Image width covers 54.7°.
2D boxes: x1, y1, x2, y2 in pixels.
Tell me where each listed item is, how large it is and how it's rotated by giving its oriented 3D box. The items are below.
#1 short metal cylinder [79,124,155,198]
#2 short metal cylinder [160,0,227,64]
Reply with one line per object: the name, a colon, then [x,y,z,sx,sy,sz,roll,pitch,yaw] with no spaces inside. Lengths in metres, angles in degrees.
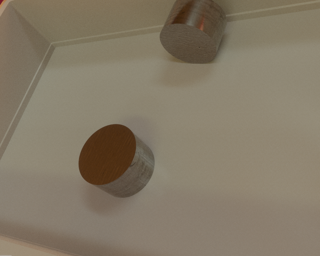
short metal cylinder: [-0.054,0.042,0.391,0.080,0.050,0.080,-13,56,20]
short metal cylinder: [0.046,-0.134,0.427,0.080,0.080,0.050,9,66,31]
